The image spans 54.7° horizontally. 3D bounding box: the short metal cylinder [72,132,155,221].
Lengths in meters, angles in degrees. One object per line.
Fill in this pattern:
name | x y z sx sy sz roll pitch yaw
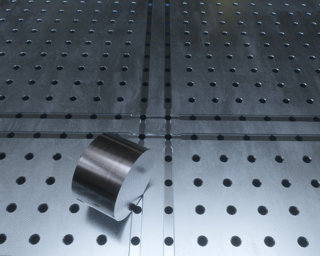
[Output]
short metal cylinder | -0.047 0.050 0.329 0.050 0.080 0.080 22 54 17
